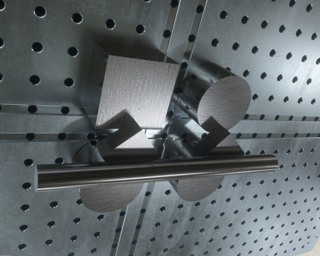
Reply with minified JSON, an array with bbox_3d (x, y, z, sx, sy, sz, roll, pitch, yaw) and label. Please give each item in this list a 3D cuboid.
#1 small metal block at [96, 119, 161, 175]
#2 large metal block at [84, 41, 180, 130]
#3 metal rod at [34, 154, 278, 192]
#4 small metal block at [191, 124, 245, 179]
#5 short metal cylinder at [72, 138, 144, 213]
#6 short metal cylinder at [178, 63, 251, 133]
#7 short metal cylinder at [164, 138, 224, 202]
[{"bbox_3d":[-0.034,0.027,0.344,0.050,0.025,0.050,-35,129,-6],"label":"small metal block"},{"bbox_3d":[-0.034,-0.045,0.348,0.081,0.050,0.079,1,118,-29],"label":"large metal block"},{"bbox_3d":[0.020,0.047,0.353,0.303,0.025,0.025,1,118,-29],"label":"metal rod"},{"bbox_3d":[0.077,0.031,0.408,0.050,0.025,0.050,-42,130,1],"label":"small metal block"},{"bbox_3d":[-0.067,0.060,0.394,0.081,0.050,0.079,-14,124,-21],"label":"short metal cylinder"},{"bbox_3d":[0.072,-0.040,0.409,0.081,0.050,0.079,-14,124,-21],"label":"short metal cylinder"},{"bbox_3d":[0.050,0.062,0.460,0.081,0.050,0.079,-14,124,-21],"label":"short metal cylinder"}]
